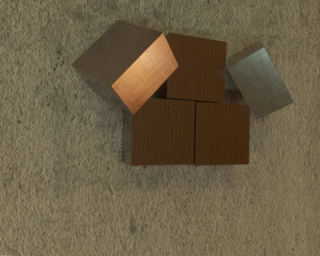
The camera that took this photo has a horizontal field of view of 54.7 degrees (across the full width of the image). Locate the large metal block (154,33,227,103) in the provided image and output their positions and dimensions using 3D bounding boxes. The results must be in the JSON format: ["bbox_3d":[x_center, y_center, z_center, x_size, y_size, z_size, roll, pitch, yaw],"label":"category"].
[{"bbox_3d":[0.039,-0.075,0.413,0.081,0.050,0.079,3,89,-20],"label":"large metal block"}]

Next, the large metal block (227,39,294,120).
[{"bbox_3d":[0.136,-0.069,0.426,0.050,0.080,0.080,-28,103,23],"label":"large metal block"}]

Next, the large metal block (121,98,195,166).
[{"bbox_3d":[-0.003,0.005,0.396,0.081,0.050,0.079,1,90,-21],"label":"large metal block"}]

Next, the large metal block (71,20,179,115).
[{"bbox_3d":[-0.040,-0.073,0.359,0.080,0.080,0.050,-49,140,-14],"label":"large metal block"}]

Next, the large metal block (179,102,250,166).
[{"bbox_3d":[0.073,0.008,0.423,0.081,0.050,0.079,1,90,-21],"label":"large metal block"}]
